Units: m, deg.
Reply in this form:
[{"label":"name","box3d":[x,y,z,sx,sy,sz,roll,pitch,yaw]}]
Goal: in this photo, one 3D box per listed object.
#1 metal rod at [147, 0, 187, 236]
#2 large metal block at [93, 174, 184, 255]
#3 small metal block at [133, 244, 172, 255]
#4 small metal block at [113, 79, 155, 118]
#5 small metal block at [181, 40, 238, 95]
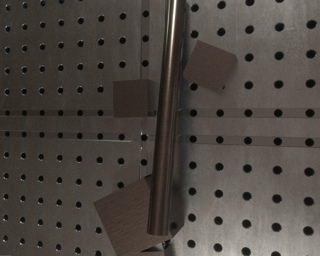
[{"label":"metal rod","box3d":[0.010,-0.025,0.380,0.025,0.025,0.298,2,80,19]},{"label":"large metal block","box3d":[-0.027,0.113,0.408,0.080,0.050,0.080,-29,81,17]},{"label":"small metal block","box3d":[-0.010,0.187,0.415,0.050,0.025,0.050,-10,87,19]},{"label":"small metal block","box3d":[-0.036,-0.039,0.424,0.050,0.025,0.050,-1,90,19]},{"label":"small metal block","box3d":[0.062,-0.076,0.390,0.050,0.025,0.050,27,99,17]}]
